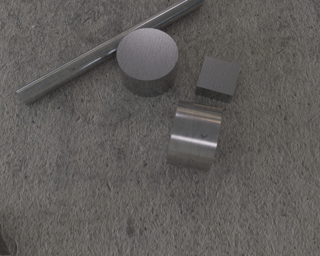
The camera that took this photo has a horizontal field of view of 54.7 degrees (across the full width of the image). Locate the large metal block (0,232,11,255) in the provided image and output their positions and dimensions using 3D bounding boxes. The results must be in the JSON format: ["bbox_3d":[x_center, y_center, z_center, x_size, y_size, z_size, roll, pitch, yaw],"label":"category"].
[{"bbox_3d":[-0.219,0.149,0.339,0.080,0.050,0.080,-31,73,-11],"label":"large metal block"}]

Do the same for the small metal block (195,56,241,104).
[{"bbox_3d":[0.080,-0.068,0.433,0.050,0.025,0.050,16,71,5],"label":"small metal block"}]

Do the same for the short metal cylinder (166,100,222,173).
[{"bbox_3d":[0.041,0.010,0.376,0.050,0.080,0.080,11,71,4],"label":"short metal cylinder"}]

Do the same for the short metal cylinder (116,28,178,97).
[{"bbox_3d":[-0.016,-0.089,0.427,0.081,0.050,0.080,0,70,0],"label":"short metal cylinder"}]

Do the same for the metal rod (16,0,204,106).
[{"bbox_3d":[-0.064,-0.121,0.451,0.301,0.025,0.025,-33,74,-12],"label":"metal rod"}]
